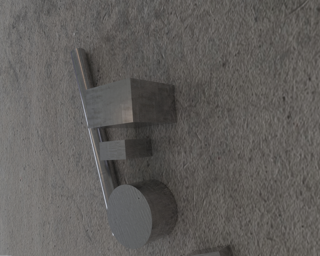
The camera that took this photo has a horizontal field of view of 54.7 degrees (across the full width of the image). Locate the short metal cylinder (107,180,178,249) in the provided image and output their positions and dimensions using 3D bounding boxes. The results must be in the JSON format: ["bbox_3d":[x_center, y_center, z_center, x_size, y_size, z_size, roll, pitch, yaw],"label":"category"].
[{"bbox_3d":[-0.024,0.111,0.409,0.080,0.050,0.080,0,90,40],"label":"short metal cylinder"}]

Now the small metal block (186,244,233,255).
[{"bbox_3d":[0.061,0.166,0.355,0.050,0.025,0.050,-28,73,36],"label":"small metal block"}]

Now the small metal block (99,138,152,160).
[{"bbox_3d":[-0.047,0.029,0.428,0.050,0.050,0.025,-7,86,40],"label":"small metal block"}]

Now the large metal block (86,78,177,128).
[{"bbox_3d":[-0.036,-0.028,0.399,0.080,0.081,0.050,-7,86,40],"label":"large metal block"}]

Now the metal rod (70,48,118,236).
[{"bbox_3d":[-0.097,0.013,0.485,0.025,0.025,0.299,-26,74,37],"label":"metal rod"}]
